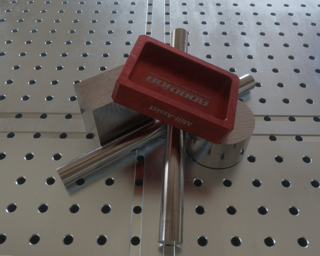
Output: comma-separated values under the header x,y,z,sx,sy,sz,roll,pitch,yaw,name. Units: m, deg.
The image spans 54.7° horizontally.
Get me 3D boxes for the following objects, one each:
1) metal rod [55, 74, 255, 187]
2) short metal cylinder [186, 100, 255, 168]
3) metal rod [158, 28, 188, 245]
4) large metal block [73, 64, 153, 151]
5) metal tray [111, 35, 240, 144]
x,y,z,sx,sy,sz,roll,pitch,yaw,name
0.010,-0.006,0.413,0.302,0.025,0.025,-27,55,-21,metal rod
0.073,0.003,0.388,0.081,0.050,0.080,0,50,0,short metal cylinder
0.020,-0.012,0.389,0.025,0.025,0.299,3,59,2,metal rod
-0.054,-0.026,0.392,0.081,0.080,0.050,-27,56,-21,large metal block
0.022,-0.046,0.351,0.131,0.030,0.090,22,51,-6,metal tray
